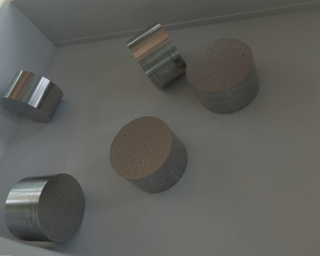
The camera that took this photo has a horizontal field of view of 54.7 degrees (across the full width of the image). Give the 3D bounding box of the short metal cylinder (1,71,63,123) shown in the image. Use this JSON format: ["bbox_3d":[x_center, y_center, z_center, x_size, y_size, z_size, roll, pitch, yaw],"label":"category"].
[{"bbox_3d":[-0.207,-0.049,0.507,0.080,0.080,0.050,5,64,30],"label":"short metal cylinder"}]

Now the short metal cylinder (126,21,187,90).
[{"bbox_3d":[-0.003,-0.100,0.432,0.050,0.080,0.080,-33,52,6],"label":"short metal cylinder"}]

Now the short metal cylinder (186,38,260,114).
[{"bbox_3d":[0.079,-0.064,0.387,0.080,0.050,0.080,-13,56,20],"label":"short metal cylinder"}]

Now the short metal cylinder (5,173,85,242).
[{"bbox_3d":[-0.139,0.098,0.381,0.050,0.080,0.080,-8,58,24],"label":"short metal cylinder"}]

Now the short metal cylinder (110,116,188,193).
[{"bbox_3d":[-0.013,0.033,0.375,0.080,0.050,0.080,-13,56,20],"label":"short metal cylinder"}]
